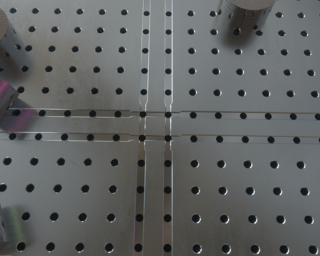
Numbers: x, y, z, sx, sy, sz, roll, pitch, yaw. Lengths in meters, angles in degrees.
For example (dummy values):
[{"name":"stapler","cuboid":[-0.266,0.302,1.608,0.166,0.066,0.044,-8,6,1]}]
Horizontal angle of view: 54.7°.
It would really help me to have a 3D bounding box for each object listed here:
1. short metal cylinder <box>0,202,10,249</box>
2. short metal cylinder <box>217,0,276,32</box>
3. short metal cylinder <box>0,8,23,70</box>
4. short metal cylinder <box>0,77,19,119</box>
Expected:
[{"name":"short metal cylinder","cuboid":[-0.214,0.116,0.338,0.080,0.080,0.050,-21,72,-8]},{"name":"short metal cylinder","cuboid":[0.131,-0.194,0.471,0.081,0.050,0.080,0,70,0]},{"name":"short metal cylinder","cuboid":[-0.247,-0.129,0.442,0.081,0.050,0.080,0,70,0]},{"name":"short metal cylinder","cuboid":[-0.232,-0.047,0.397,0.080,0.080,0.050,28,72,9]}]
